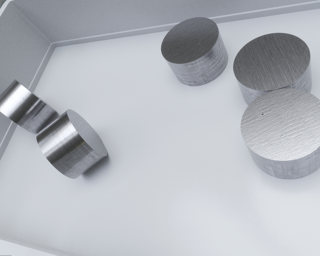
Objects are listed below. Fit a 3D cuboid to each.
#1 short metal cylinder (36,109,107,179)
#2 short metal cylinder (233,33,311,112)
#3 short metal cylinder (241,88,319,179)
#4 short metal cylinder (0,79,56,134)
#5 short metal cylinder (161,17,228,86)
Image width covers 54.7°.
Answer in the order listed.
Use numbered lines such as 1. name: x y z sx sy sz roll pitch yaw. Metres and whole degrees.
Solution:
1. short metal cylinder: -0.117 0.021 0.417 0.050 0.080 0.080 -38 51 3
2. short metal cylinder: 0.131 -0.062 0.359 0.080 0.050 0.080 -13 56 20
3. short metal cylinder: 0.129 0.006 0.318 0.080 0.050 0.080 -13 56 20
4. short metal cylinder: -0.218 -0.034 0.503 0.080 0.080 0.050 32 80 37
5. short metal cylinder: 0.048 -0.105 0.428 0.080 0.050 0.080 -13 56 20
